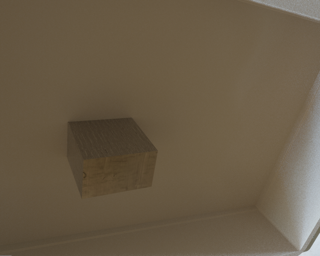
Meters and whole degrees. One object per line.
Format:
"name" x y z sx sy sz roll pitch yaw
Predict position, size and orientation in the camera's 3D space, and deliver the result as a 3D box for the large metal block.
"large metal block" -0.059 0.030 0.361 0.081 0.080 0.050 -5 121 -26
